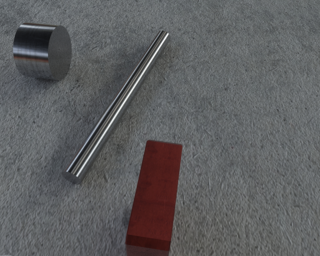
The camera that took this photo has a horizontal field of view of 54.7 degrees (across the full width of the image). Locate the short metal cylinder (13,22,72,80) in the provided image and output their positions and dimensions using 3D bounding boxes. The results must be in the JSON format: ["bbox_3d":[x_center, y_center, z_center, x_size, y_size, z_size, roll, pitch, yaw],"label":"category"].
[{"bbox_3d":[-0.172,-0.114,0.462,0.050,0.080,0.080,7,50,6],"label":"short metal cylinder"}]

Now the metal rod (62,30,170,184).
[{"bbox_3d":[-0.047,-0.050,0.444,0.025,0.025,0.301,16,52,13],"label":"metal rod"}]

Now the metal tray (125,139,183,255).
[{"bbox_3d":[-0.005,0.084,0.281,0.030,0.129,0.090,8,50,3],"label":"metal tray"}]
